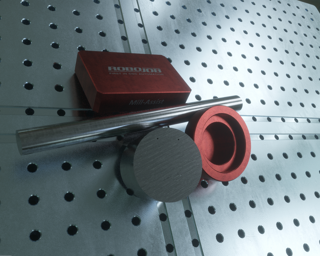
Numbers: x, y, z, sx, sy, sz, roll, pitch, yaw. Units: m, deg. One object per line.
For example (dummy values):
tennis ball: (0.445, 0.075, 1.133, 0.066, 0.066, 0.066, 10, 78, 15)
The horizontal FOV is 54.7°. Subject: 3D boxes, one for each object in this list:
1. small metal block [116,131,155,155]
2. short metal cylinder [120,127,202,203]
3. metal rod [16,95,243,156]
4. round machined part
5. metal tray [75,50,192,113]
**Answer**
small metal block: (-0.025, 0.012, 0.399, 0.050, 0.025, 0.050, 17, 55, -19)
short metal cylinder: (0.000, 0.043, 0.352, 0.081, 0.050, 0.080, 4, 79, -22)
metal rod: (-0.010, -0.011, 0.378, 0.303, 0.025, 0.025, -12, 68, -33)
round machined part: (0.070, 0.021, 0.409, 0.099, 0.042, 0.097, 5, 81, -32)
metal tray: (-0.035, -0.063, 0.408, 0.131, 0.030, 0.090, -5, 46, -31)
